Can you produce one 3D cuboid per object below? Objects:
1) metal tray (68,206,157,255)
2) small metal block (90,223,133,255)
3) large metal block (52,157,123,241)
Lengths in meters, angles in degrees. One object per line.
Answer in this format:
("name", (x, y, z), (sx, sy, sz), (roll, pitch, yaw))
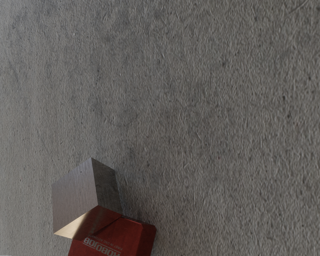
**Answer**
("metal tray", (-0.073, 0.169, 0.444), (0.130, 0.030, 0.090), (4, 74, 40))
("small metal block", (-0.073, 0.181, 0.466), (0.050, 0.025, 0.050), (36, 112, 34))
("large metal block", (-0.107, 0.103, 0.447), (0.080, 0.050, 0.080), (-35, 46, 15))
